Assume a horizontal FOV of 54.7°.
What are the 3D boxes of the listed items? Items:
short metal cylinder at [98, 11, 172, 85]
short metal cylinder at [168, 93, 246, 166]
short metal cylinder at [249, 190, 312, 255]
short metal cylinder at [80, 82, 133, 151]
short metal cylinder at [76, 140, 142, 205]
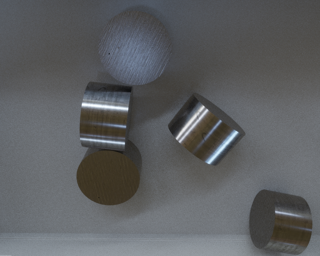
[{"bbox_3d":[-0.027,-0.095,0.363,0.081,0.050,0.079,0,110,0],"label":"short metal cylinder"},{"bbox_3d":[0.057,0.001,0.383,0.080,0.080,0.050,35,107,-12],"label":"short metal cylinder"},{"bbox_3d":[0.165,0.130,0.431,0.050,0.080,0.079,12,110,-4],"label":"short metal cylinder"},{"bbox_3d":[-0.063,-0.014,0.376,0.050,0.080,0.079,7,110,-3],"label":"short metal cylinder"},{"bbox_3d":[-0.066,0.056,0.418,0.081,0.050,0.079,0,110,0],"label":"short metal cylinder"}]
